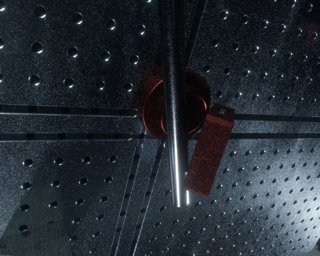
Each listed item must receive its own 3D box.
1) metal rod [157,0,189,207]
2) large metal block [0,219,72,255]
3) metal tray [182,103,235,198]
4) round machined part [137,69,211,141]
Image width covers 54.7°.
[{"bbox_3d":[0.018,-0.022,0.352,0.025,0.025,0.298,-18,126,-18],"label":"metal rod"},{"bbox_3d":[-0.155,0.176,0.400,0.081,0.080,0.050,-15,125,-20],"label":"large metal block"},{"bbox_3d":[0.066,0.021,0.393,0.030,0.130,0.089,19,104,10],"label":"metal tray"},{"bbox_3d":[0.024,-0.025,0.398,0.099,0.042,0.097,-14,125,-21],"label":"round machined part"}]
